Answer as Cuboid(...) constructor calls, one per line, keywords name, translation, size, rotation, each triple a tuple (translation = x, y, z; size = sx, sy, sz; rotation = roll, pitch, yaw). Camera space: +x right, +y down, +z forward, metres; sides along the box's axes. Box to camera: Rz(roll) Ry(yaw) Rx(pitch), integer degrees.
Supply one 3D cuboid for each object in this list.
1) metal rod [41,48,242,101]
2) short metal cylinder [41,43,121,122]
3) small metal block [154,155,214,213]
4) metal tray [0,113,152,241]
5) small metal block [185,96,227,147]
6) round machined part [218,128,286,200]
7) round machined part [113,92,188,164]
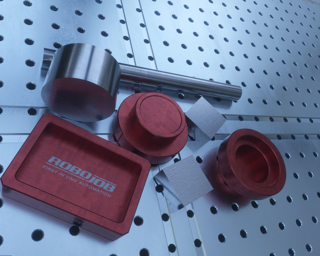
Cuboid(name="metal rod", translation=(-0.009, -0.072, 0.446), size=(0.302, 0.025, 0.025), rotation=(6, 59, -25))
Cuboid(name="short metal cylinder", translation=(-0.088, -0.050, 0.355), size=(0.081, 0.080, 0.050), rotation=(16, 55, -19))
Cuboid(name="small metal block", translation=(0.029, 0.068, 0.382), size=(0.050, 0.025, 0.050), rotation=(-21, 73, -36))
Cuboid(name="metal tray", translation=(-0.083, 0.051, 0.328), size=(0.131, 0.030, 0.090), rotation=(27, 53, -11))
Cuboid(name="small metal block", translation=(0.060, -0.010, 0.447), size=(0.050, 0.025, 0.050), rotation=(44, 51, 2))
Cuboid(name="round machined part", translation=(0.122, 0.053, 0.430), size=(0.099, 0.042, 0.098), rotation=(14, 56, -21))
Cuboid(name="round machined part", translation=(-0.007, -0.007, 0.397), size=(0.099, 0.042, 0.098), rotation=(14, 53, -20))
